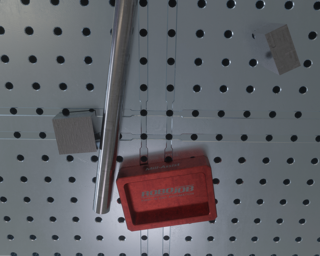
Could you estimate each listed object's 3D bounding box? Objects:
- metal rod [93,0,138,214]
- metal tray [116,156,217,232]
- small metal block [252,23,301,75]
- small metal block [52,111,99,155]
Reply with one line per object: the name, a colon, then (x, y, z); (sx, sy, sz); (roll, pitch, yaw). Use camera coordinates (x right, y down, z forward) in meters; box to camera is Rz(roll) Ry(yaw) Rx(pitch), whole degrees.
metal rod: (-0.062, -0.019, 0.405); (0.025, 0.025, 0.298); (9, 110, -3)
metal tray: (0.011, 0.095, 0.445); (0.131, 0.030, 0.089); (-9, 110, 3)
small metal block: (0.136, -0.095, 0.366); (0.025, 0.050, 0.050); (-25, 108, 9)
small metal block: (-0.111, 0.006, 0.415); (0.050, 0.025, 0.050); (-5, 110, 1)
